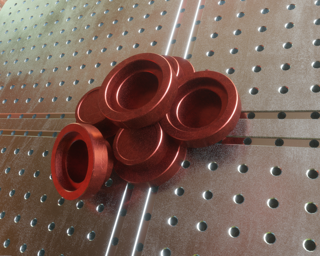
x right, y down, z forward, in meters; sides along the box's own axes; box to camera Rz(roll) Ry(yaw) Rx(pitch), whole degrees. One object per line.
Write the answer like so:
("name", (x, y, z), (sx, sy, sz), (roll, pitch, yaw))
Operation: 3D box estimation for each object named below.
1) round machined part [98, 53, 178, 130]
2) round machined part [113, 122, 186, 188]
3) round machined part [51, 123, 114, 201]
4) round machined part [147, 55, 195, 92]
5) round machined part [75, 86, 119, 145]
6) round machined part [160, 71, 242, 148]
("round machined part", (-0.023, -0.041, 0.380), (0.098, 0.042, 0.098), (-13, 56, 21))
("round machined part", (-0.020, 0.023, 0.394), (0.098, 0.042, 0.098), (-13, 56, 21))
("round machined part", (-0.099, 0.044, 0.407), (0.098, 0.042, 0.098), (-6, 80, 41))
("round machined part", (0.002, -0.063, 0.436), (0.098, 0.042, 0.098), (-13, 56, 21))
("round machined part", (-0.085, -0.023, 0.457), (0.098, 0.042, 0.098), (-13, 56, 21))
("round machined part", (0.051, -0.019, 0.382), (0.098, 0.042, 0.098), (-13, 56, 21))
